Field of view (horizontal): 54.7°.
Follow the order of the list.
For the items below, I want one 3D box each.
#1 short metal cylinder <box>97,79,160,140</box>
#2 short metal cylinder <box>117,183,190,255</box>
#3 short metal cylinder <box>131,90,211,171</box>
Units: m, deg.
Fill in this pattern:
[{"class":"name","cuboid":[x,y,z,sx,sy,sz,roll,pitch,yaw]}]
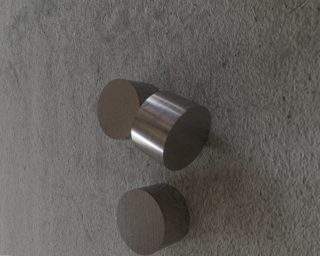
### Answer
[{"class":"short metal cylinder","cuboid":[-0.039,-0.024,0.421,0.080,0.050,0.080,0,90,40]},{"class":"short metal cylinder","cuboid":[-0.009,0.114,0.397,0.080,0.050,0.080,0,90,40]},{"class":"short metal cylinder","cuboid":[0.014,0.002,0.357,0.050,0.081,0.079,30,109,36]}]
